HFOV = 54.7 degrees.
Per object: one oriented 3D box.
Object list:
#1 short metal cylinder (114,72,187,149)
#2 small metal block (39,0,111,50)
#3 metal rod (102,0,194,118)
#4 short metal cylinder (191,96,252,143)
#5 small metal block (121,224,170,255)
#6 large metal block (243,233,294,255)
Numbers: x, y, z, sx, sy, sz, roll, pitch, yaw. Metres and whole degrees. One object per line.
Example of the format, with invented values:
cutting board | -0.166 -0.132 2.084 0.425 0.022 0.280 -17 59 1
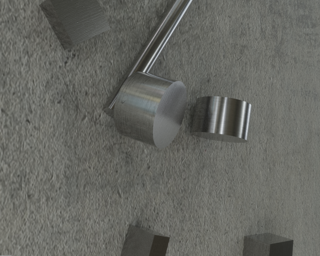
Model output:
short metal cylinder | -0.009 -0.021 0.361 0.080 0.050 0.079 -45 144 -45
small metal block | -0.089 -0.118 0.331 0.050 0.025 0.050 -39 114 -33
metal rod | 0.011 -0.139 0.415 0.025 0.025 0.300 43 64 -32
short metal cylinder | 0.088 -0.010 0.445 0.081 0.080 0.050 16 80 -39
small metal block | -0.020 0.149 0.374 0.025 0.050 0.050 26 74 -38
large metal block | 0.192 0.238 0.554 0.081 0.050 0.080 11 83 -40
